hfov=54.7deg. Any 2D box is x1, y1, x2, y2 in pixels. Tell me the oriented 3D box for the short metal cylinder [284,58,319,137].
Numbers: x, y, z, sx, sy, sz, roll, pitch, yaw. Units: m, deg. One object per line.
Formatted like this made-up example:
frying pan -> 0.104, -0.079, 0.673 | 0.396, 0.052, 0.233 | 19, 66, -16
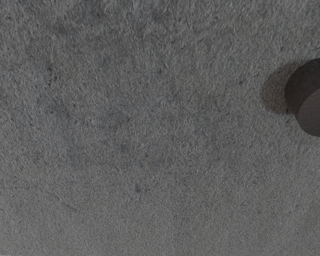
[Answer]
short metal cylinder -> 0.195, -0.035, 0.362 | 0.081, 0.050, 0.079 | 0, 130, 0
